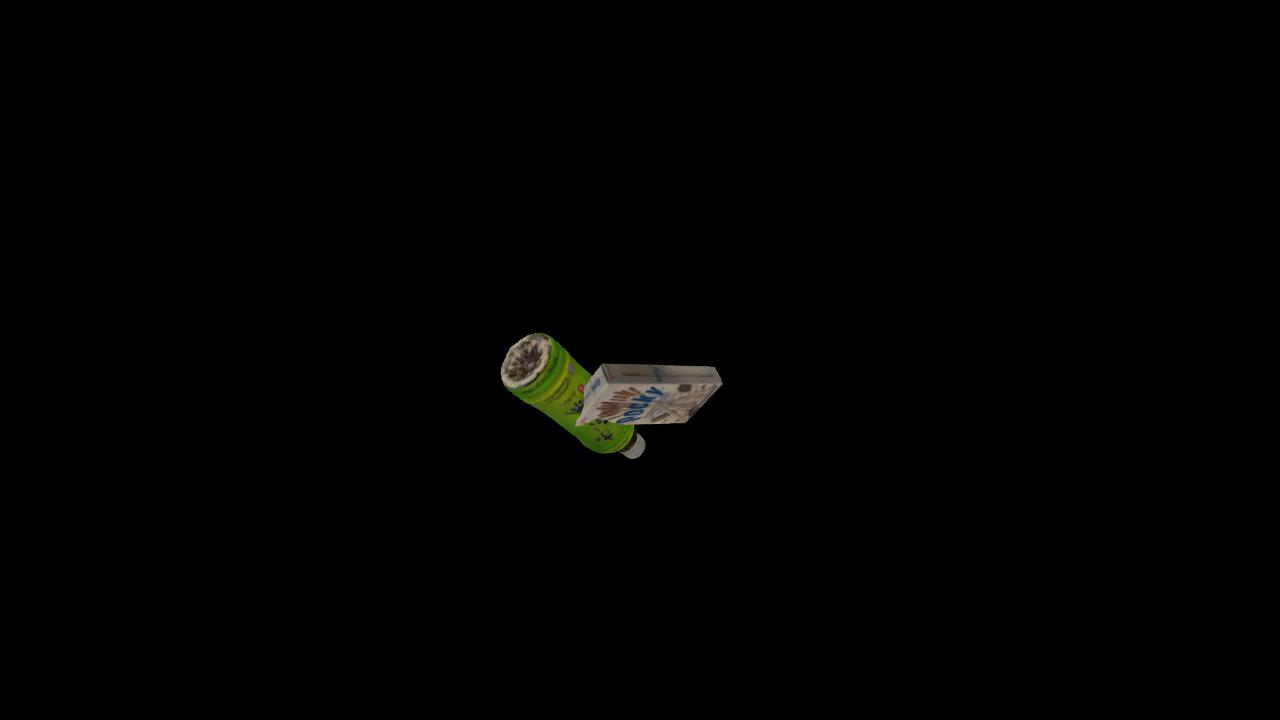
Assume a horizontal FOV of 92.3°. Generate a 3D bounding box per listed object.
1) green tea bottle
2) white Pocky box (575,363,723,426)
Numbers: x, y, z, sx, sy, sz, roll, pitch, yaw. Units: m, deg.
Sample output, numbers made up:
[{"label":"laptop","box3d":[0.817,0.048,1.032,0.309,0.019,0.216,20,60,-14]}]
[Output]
[{"label":"green tea bottle","box3d":[-0.060,0.052,0.681,0.073,0.073,0.212,0,-30,39]},{"label":"white Pocky box","box3d":[0.008,0.039,0.671,0.154,0.028,0.084,2,-38,-35]}]
